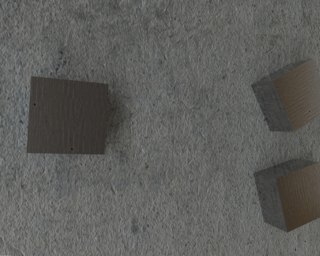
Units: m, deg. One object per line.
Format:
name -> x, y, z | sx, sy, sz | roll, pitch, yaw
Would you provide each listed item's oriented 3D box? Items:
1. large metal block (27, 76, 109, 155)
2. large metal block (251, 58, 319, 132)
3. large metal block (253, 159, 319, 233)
large metal block -> -0.106, -0.012, 0.357 | 0.081, 0.050, 0.080 | 3, 89, -20
large metal block -> 0.198, -0.048, 0.468 | 0.080, 0.050, 0.080 | -29, 100, -18
large metal block -> 0.198, 0.098, 0.469 | 0.081, 0.050, 0.080 | -15, 95, -19
